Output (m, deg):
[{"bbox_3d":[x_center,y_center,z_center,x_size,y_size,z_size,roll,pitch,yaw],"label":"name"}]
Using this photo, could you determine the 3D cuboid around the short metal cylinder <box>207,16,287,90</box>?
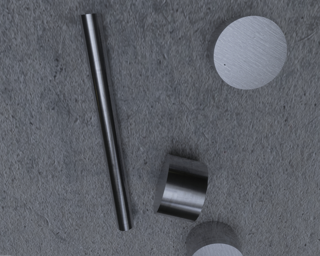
[{"bbox_3d":[0.099,-0.090,0.364,0.081,0.050,0.079,0,110,0],"label":"short metal cylinder"}]

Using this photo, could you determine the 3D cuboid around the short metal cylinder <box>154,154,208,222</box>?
[{"bbox_3d":[0.026,0.079,0.410,0.050,0.080,0.079,14,110,-5],"label":"short metal cylinder"}]

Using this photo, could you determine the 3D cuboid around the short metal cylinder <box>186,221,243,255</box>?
[{"bbox_3d":[0.081,0.189,0.467,0.081,0.050,0.079,0,110,0],"label":"short metal cylinder"}]

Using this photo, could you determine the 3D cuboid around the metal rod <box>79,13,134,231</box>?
[{"bbox_3d":[-0.067,0.007,0.411,0.025,0.025,0.298,-6,110,2],"label":"metal rod"}]
